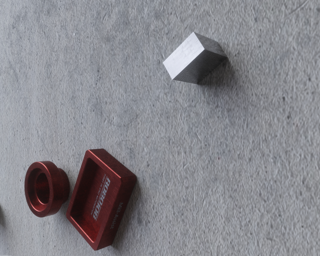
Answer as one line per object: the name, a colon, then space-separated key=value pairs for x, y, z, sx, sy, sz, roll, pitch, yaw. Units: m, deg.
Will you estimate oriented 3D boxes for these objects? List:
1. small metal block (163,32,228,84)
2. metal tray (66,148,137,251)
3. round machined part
small metal block: x=0.041 y=-0.078 z=0.355 sx=0.050 sy=0.050 sz=0.025 roll=-40 pitch=66 yaw=32
metal tray: x=-0.094 y=0.108 z=0.479 sx=0.090 sy=0.030 sz=0.129 roll=33 pitch=110 yaw=35
round machined part: x=-0.201 y=0.108 z=0.560 sx=0.098 sy=0.042 sz=0.097 roll=0 pitch=90 yaw=40
